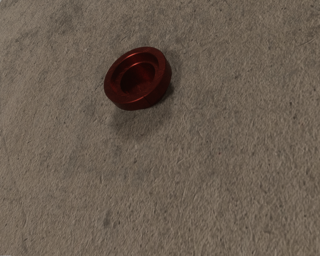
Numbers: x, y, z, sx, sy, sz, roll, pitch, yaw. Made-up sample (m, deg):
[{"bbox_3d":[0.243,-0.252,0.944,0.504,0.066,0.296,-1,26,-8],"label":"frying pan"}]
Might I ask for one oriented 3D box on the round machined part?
[{"bbox_3d":[-0.028,-0.066,0.447,0.098,0.042,0.098,-13,56,20],"label":"round machined part"}]
